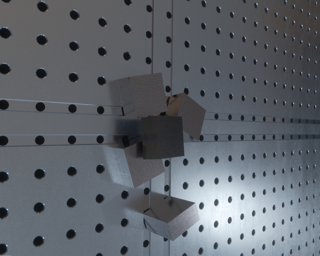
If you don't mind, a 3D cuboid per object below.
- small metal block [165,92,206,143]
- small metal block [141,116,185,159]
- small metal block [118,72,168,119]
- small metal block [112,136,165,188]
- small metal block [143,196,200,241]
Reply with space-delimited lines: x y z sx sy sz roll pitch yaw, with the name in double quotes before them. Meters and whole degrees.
"small metal block" 0.034 -0.013 0.432 0.050 0.025 0.050 33 61 -35
"small metal block" 0.004 0.011 0.379 0.050 0.025 0.050 0 86 -52
"small metal block" -0.021 -0.041 0.391 0.050 0.025 0.050 -16 100 -39
"small metal block" -0.026 0.040 0.387 0.050 0.025 0.050 -23 105 -37
"small metal block" 0.015 0.116 0.404 0.050 0.050 0.025 -25 106 -37
